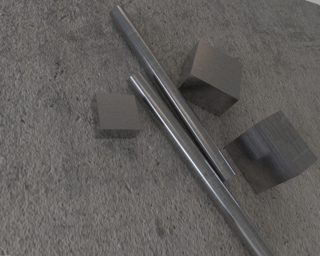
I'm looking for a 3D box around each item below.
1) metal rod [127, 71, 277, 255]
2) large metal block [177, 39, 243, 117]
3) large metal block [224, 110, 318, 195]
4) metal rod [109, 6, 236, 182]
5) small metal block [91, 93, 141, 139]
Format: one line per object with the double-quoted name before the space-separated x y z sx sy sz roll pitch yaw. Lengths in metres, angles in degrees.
"metal rod" 0.051 0.050 0.400 0.025 0.025 0.299 -28 77 -37
"large metal block" 0.076 -0.076 0.475 0.080 0.050 0.080 26 53 -12
"large metal block" 0.150 0.035 0.428 0.050 0.080 0.080 -23 74 -36
"metal rod" 0.012 -0.056 0.443 0.025 0.025 0.299 -23 74 -36
"small metal block" -0.055 -0.014 0.383 0.050 0.025 0.050 1 61 -28
